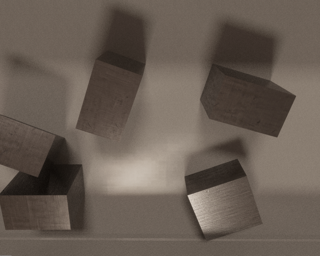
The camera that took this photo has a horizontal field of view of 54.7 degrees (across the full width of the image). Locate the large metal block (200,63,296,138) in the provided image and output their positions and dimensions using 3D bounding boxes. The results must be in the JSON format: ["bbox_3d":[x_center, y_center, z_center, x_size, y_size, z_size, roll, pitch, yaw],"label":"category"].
[{"bbox_3d":[0.099,-0.036,0.370,0.081,0.080,0.050,15,109,-6],"label":"large metal block"}]

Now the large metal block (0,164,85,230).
[{"bbox_3d":[-0.151,0.089,0.413,0.081,0.080,0.050,0,110,-1],"label":"large metal block"}]

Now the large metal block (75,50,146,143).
[{"bbox_3d":[-0.055,-0.041,0.366,0.050,0.080,0.079,19,109,-7],"label":"large metal block"}]

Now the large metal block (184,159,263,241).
[{"bbox_3d":[0.088,0.101,0.436,0.080,0.050,0.080,-20,109,7],"label":"large metal block"}]

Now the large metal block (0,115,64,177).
[{"bbox_3d":[-0.171,0.020,0.379,0.080,0.080,0.050,22,83,-8],"label":"large metal block"}]
